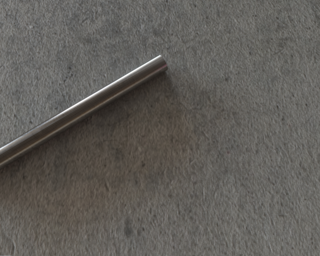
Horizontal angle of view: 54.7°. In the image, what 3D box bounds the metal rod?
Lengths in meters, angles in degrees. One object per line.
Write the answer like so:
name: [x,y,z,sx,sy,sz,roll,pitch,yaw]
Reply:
metal rod: [-0.120,-0.014,0.411,0.301,0.025,0.025,-33,74,-12]
